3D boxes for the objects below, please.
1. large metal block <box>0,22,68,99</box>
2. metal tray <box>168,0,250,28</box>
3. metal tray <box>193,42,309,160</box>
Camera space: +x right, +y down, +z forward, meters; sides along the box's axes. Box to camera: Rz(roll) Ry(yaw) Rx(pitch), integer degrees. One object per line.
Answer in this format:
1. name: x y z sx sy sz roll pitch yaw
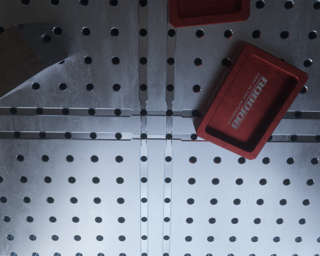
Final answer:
1. large metal block: -0.164 -0.076 0.354 0.080 0.080 0.050 -30 108 10
2. metal tray: 0.051 -0.183 0.343 0.091 0.030 0.129 -5 110 2
3. metal tray: 0.113 -0.032 0.399 0.090 0.030 0.129 25 108 -9
